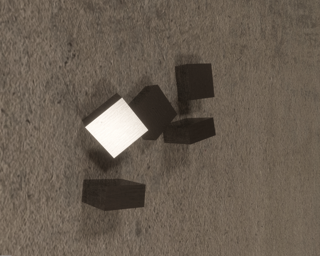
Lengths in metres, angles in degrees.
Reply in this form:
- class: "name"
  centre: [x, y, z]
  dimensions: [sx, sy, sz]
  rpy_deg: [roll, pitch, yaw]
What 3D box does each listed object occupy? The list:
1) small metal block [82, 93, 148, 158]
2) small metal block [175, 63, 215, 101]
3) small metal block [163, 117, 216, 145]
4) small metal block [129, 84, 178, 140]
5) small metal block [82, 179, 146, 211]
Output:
- class: "small metal block"
  centre: [-0.051, -0.003, 0.352]
  dimensions: [0.050, 0.025, 0.050]
  rpy_deg: [-40, 118, -5]
- class: "small metal block"
  centre: [0.051, -0.067, 0.450]
  dimensions: [0.050, 0.025, 0.050]
  rpy_deg: [-11, 97, -40]
- class: "small metal block"
  centre: [0.039, 0.003, 0.424]
  dimensions: [0.050, 0.050, 0.025]
  rpy_deg: [-17, 101, -39]
- class: "small metal block"
  centre: [-0.012, -0.020, 0.397]
  dimensions: [0.050, 0.025, 0.050]
  rpy_deg: [-51, 120, -28]
- class: "small metal block"
  centre: [-0.052, 0.073, 0.347]
  dimensions: [0.050, 0.050, 0.025]
  rpy_deg: [6, 86, -40]
